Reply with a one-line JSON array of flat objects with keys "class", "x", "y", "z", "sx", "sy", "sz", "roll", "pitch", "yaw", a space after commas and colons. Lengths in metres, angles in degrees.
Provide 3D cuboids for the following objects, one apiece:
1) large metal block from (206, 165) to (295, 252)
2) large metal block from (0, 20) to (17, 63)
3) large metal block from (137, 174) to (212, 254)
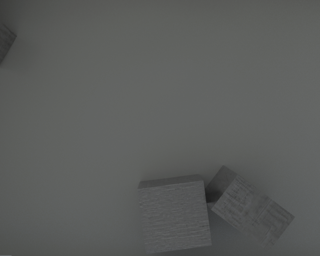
[{"class": "large metal block", "x": 0.104, "y": 0.095, "z": 0.385, "sx": 0.080, "sy": 0.080, "sz": 0.050, "roll": 37, "pitch": 90, "yaw": -1}, {"class": "large metal block", "x": -0.240, "y": -0.125, "z": 0.378, "sx": 0.080, "sy": 0.080, "sz": 0.050, "roll": 28, "pitch": 84, "yaw": -1}, {"class": "large metal block", "x": 0.018, "y": 0.108, "z": 0.399, "sx": 0.081, "sy": 0.050, "sz": 0.080, "roll": -7, "pitch": 90, "yaw": -1}]
